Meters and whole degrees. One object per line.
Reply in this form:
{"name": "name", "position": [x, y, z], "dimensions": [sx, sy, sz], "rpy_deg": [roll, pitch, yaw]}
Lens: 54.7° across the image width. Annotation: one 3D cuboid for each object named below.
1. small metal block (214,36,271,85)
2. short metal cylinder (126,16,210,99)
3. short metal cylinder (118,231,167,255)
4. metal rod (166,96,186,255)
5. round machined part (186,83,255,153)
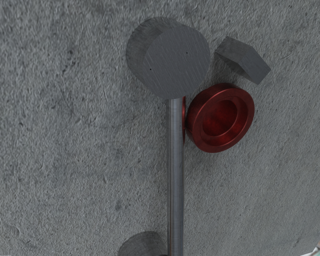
{"name": "small metal block", "position": [0.105, -0.086, 0.395], "dimensions": [0.050, 0.050, 0.025], "rpy_deg": [33, 100, -38]}
{"name": "short metal cylinder", "position": [0.008, -0.079, 0.347], "dimensions": [0.081, 0.050, 0.079], "rpy_deg": [-14, 124, -21]}
{"name": "short metal cylinder", "position": [-0.024, 0.219, 0.513], "dimensions": [0.081, 0.050, 0.079], "rpy_deg": [-14, 124, -21]}
{"name": "metal rod", "position": [0.022, 0.092, 0.441], "dimensions": [0.025, 0.025, 0.298], "rpy_deg": [-10, 112, -23]}
{"name": "round machined part", "position": [0.077, -0.017, 0.427], "dimensions": [0.099, 0.042, 0.097], "rpy_deg": [-14, 124, -21]}
